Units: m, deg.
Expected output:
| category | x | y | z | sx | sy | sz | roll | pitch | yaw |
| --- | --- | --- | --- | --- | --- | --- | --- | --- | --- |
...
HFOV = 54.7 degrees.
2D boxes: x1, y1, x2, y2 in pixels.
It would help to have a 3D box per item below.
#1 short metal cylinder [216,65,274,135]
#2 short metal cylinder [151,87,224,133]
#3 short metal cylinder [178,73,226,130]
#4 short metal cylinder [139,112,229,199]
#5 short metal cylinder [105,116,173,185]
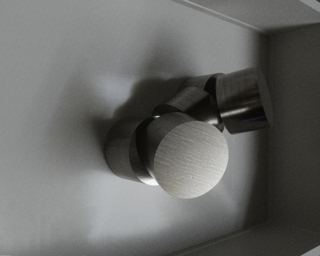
| category | x | y | z | sx | sy | sz | roll | pitch | yaw |
| --- | --- | --- | --- | --- | --- | --- | --- | --- | --- |
| short metal cylinder | 0.110 | -0.035 | 0.398 | 0.080 | 0.050 | 0.080 | 35 | 49 | -52 |
| short metal cylinder | 0.035 | -0.007 | 0.400 | 0.050 | 0.080 | 0.080 | -37 | 113 | -34 |
| short metal cylinder | 0.070 | -0.037 | 0.449 | 0.081 | 0.050 | 0.079 | 0 | 90 | -40 |
| short metal cylinder | 0.024 | 0.027 | 0.326 | 0.081 | 0.050 | 0.079 | -5 | 104 | -19 |
| short metal cylinder | -0.019 | 0.026 | 0.374 | 0.081 | 0.050 | 0.079 | 0 | 90 | -40 |
